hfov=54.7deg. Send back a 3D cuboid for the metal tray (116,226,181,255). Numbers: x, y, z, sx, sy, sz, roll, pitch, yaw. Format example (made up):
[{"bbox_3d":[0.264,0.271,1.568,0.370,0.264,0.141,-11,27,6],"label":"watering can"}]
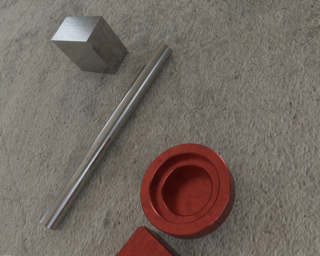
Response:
[{"bbox_3d":[0.001,0.171,0.295,0.130,0.030,0.090,33,80,38],"label":"metal tray"}]

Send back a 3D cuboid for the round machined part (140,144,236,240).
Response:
[{"bbox_3d":[0.032,0.069,0.333,0.098,0.042,0.098,-13,56,20],"label":"round machined part"}]

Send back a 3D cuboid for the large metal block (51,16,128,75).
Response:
[{"bbox_3d":[-0.113,-0.135,0.509,0.080,0.080,0.050,12,68,33],"label":"large metal block"}]

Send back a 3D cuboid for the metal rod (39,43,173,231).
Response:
[{"bbox_3d":[-0.068,0.002,0.436,0.025,0.025,0.300,22,73,35],"label":"metal rod"}]
